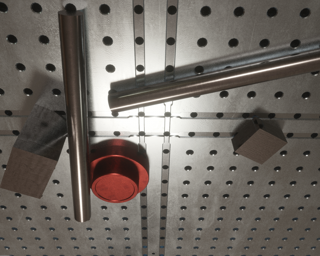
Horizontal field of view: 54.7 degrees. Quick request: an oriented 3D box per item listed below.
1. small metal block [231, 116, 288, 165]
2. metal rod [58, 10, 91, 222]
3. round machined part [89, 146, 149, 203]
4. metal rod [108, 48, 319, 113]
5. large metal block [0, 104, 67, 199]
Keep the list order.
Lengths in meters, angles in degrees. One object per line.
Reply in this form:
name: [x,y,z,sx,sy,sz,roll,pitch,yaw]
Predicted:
small metal block: [0.137,0.018,0.430,0.050,0.025,0.050,25,126,-20]
metal rod: [-0.104,0.009,0.392,0.025,0.025,0.298,4,122,-4]
round machined part: [-0.065,0.076,0.464,0.099,0.042,0.097,-1,130,0]
metal rod: [0.086,-0.059,0.362,0.301,0.025,0.025,-11,130,8]
large metal block: [-0.158,0.030,0.399,0.050,0.080,0.080,22,127,-18]
